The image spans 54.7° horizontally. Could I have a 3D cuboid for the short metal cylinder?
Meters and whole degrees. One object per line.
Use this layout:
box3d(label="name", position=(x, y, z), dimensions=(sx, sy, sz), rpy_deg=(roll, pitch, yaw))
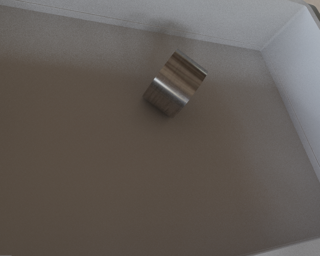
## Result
box3d(label="short metal cylinder", position=(0.020, -0.060, 0.419), dimensions=(0.050, 0.080, 0.080), rpy_deg=(36, 51, -5))
